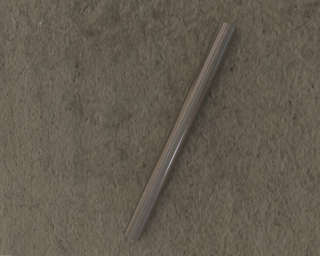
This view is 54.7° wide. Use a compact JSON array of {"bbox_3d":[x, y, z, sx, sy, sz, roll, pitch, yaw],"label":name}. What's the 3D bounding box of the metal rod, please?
[{"bbox_3d":[0.023,0.011,0.400,0.025,0.025,0.298,27,98,17],"label":"metal rod"}]
